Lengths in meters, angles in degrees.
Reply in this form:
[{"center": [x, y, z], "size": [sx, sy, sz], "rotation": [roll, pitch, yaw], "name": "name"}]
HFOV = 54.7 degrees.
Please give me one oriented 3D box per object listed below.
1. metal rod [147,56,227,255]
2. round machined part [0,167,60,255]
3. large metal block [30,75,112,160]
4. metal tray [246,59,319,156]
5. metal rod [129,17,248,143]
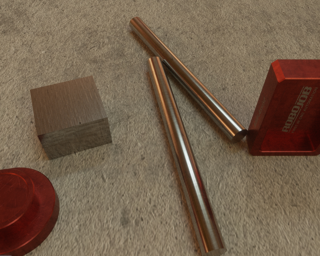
[{"center": [0.022, 0.010, 0.395], "size": [0.025, 0.025, 0.300], "rotation": [-9, 51, -8], "name": "metal rod"}, {"center": [-0.160, 0.082, 0.322], "size": [0.099, 0.042, 0.098], "rotation": [0, 50, 0], "name": "round machined part"}, {"center": [-0.114, -0.015, 0.398], "size": [0.081, 0.050, 0.080], "rotation": [-16, 52, -14], "name": "large metal block"}, {"center": [0.158, -0.017, 0.351], "size": [0.091, 0.129, 0.030], "rotation": [0, 50, -1], "name": "metal tray"}, {"center": [0.029, -0.090, 0.479], "size": [0.025, 0.025, 0.300], "rotation": [-23, 54, -18], "name": "metal rod"}]
